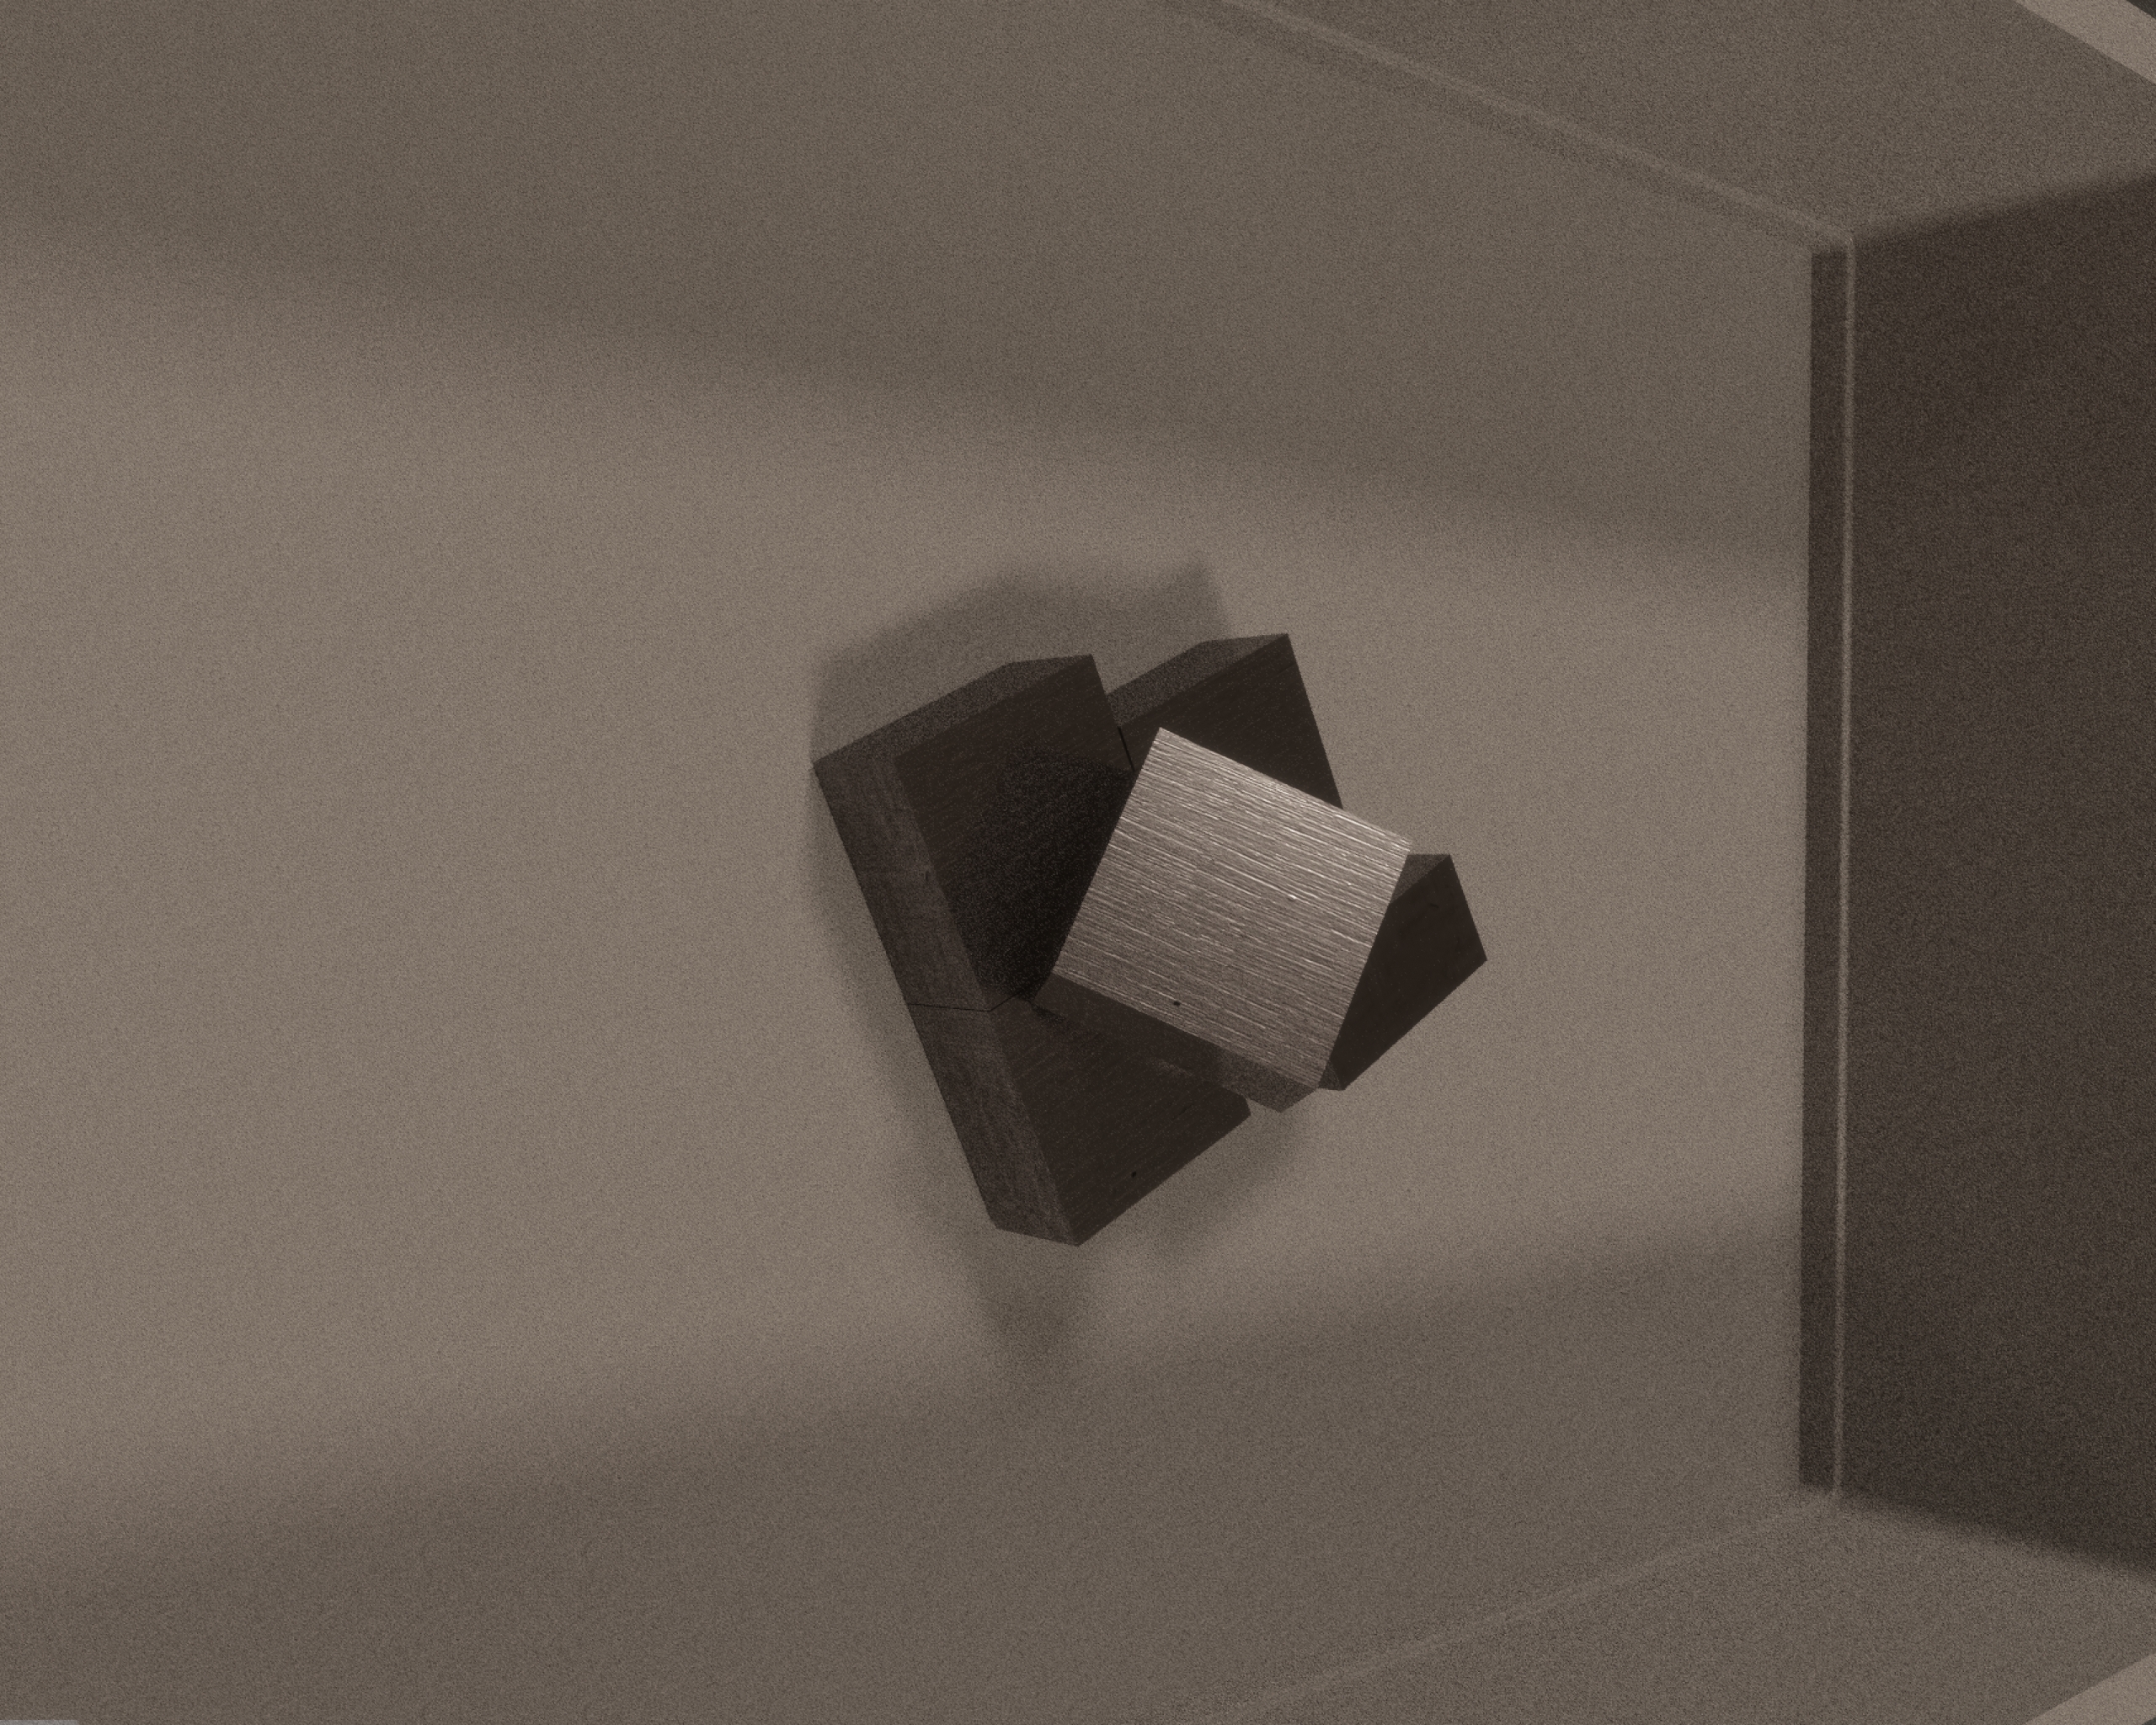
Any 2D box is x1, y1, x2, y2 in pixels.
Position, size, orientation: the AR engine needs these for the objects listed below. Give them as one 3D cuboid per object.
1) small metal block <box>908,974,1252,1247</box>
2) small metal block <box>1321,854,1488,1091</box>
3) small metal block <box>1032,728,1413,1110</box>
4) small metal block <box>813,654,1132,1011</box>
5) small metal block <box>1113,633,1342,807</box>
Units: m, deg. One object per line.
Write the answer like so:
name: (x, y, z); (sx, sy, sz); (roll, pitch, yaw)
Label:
small metal block: (0.001, 0.039, 0.408); (0.050, 0.025, 0.050); (-31, 110, -36)
small metal block: (0.047, 0.021, 0.429); (0.050, 0.050, 0.025); (-35, 112, -35)
small metal block: (0.026, 0.011, 0.380); (0.050, 0.025, 0.050); (24, 71, -2)
small metal block: (-0.015, -0.006, 0.394); (0.050, 0.025, 0.050); (-31, 110, -36)
small metal block: (0.025, -0.014, 0.428); (0.050, 0.025, 0.050); (-31, 110, -36)
